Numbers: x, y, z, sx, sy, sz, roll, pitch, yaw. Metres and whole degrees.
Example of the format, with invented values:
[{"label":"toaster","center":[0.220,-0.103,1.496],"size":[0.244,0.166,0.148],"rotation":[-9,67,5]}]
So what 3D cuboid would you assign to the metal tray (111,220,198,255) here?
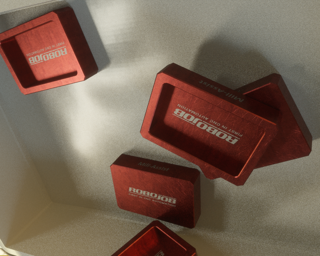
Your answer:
[{"label":"metal tray","center":[-0.023,0.193,0.415],"size":[0.090,0.131,0.030],"rotation":[22,136,47]}]

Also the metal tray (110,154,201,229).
[{"label":"metal tray","center":[-0.006,0.094,0.465],"size":[0.130,0.030,0.089],"rotation":[9,122,23]}]

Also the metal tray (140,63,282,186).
[{"label":"metal tray","center":[0.050,-0.003,0.336],"size":[0.130,0.030,0.089],"rotation":[27,128,11]}]

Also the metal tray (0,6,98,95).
[{"label":"metal tray","center":[-0.157,-0.101,0.423],"size":[0.130,0.030,0.090],"rotation":[-7,115,31]}]

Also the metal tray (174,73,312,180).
[{"label":"metal tray","center":[0.092,0.004,0.359],"size":[0.130,0.030,0.090],"rotation":[-22,107,36]}]
